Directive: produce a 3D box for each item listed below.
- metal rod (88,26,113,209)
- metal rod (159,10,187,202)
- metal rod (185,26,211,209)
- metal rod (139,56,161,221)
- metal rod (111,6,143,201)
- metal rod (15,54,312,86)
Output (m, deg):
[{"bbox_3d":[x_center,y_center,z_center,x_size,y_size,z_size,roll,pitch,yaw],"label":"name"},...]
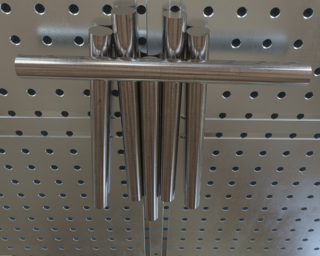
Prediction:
[{"bbox_3d":[-0.081,0.011,0.419,0.025,0.025,0.298,5,130,-5],"label":"metal rod"},{"bbox_3d":[0.013,-0.002,0.411,0.025,0.025,0.298,0,130,-1],"label":"metal rod"},{"bbox_3d":[0.047,0.012,0.422,0.025,0.025,0.298,-2,130,1],"label":"metal rod"},{"bbox_3d":[-0.013,0.039,0.444,0.025,0.025,0.298,0,131,-1],"label":"metal rod"},{"bbox_3d":[-0.038,-0.004,0.408,0.025,0.025,0.298,0,130,0],"label":"metal rod"},{"bbox_3d":[0.005,-0.061,0.327,0.302,0.025,0.025,1,130,-2],"label":"metal rod"}]
